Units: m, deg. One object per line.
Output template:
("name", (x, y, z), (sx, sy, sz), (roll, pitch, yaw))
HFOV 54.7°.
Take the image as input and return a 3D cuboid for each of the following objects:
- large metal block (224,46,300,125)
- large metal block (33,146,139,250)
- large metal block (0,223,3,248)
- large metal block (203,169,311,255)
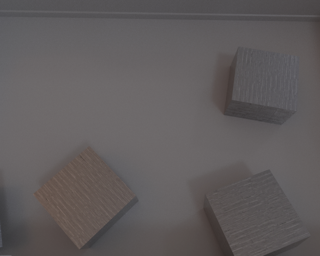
("large metal block", (0.136, -0.056, 0.419), (0.080, 0.050, 0.080), (10, 70, 3))
("large metal block", (-0.083, 0.082, 0.365), (0.080, 0.050, 0.080), (-42, 76, -14))
("large metal block", (-0.226, 0.101, 0.334), (0.081, 0.050, 0.080), (6, 60, -47))
("large metal block", (0.104, 0.105, 0.350), (0.081, 0.050, 0.080), (-19, 57, -7))
